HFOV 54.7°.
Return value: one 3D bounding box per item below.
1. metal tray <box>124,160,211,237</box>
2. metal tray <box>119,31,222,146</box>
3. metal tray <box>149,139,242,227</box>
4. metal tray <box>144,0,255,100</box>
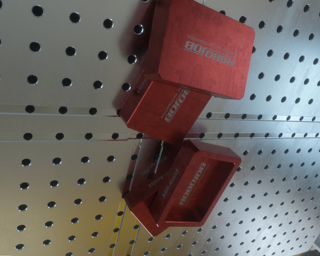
[{"bbox_3d":[0.021,0.103,0.485,0.130,0.030,0.090,-34,129,-6],"label":"metal tray"},{"bbox_3d":[0.020,-0.048,0.391,0.091,0.030,0.129,22,106,-37],"label":"metal tray"},{"bbox_3d":[0.051,0.084,0.449,0.091,0.030,0.129,13,112,-34],"label":"metal tray"},{"bbox_3d":[0.050,-0.088,0.360,0.131,0.030,0.089,9,92,-34],"label":"metal tray"}]
